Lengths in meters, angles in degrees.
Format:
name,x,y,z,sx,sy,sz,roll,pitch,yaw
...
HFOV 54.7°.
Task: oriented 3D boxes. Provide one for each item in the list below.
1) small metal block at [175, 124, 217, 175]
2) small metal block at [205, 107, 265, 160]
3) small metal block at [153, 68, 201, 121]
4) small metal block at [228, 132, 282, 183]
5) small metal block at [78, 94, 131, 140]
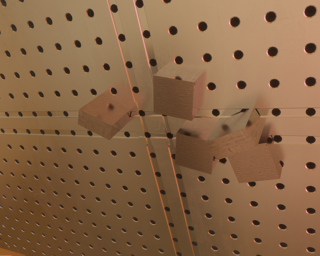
name,x,y,z,sx,sy,sz,roll,pitch,yaw
small metal block,0.048,0.027,0.402,0.050,0.025,0.050,14,124,20
small metal block,0.086,0.006,0.353,0.050,0.050,0.025,-25,105,36
small metal block,0.020,-0.041,0.374,0.050,0.025,0.050,13,124,20
small metal block,0.113,0.037,0.374,0.050,0.025,0.050,-14,112,33
small metal block,-0.075,-0.016,0.423,0.050,0.050,0.025,26,127,12
